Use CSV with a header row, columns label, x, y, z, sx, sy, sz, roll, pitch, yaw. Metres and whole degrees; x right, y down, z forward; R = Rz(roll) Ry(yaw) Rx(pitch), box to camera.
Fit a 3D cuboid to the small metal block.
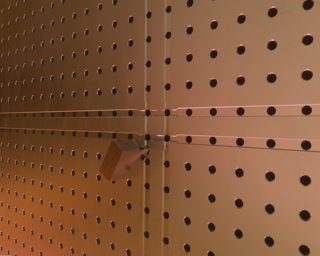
label,x,y,z,sx,sy,sz,roll,pitch,yaw
small metal block,-0.050,0.044,0.432,0.025,0.050,0.050,39,114,33
